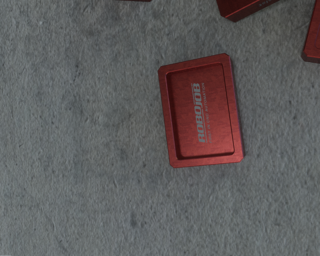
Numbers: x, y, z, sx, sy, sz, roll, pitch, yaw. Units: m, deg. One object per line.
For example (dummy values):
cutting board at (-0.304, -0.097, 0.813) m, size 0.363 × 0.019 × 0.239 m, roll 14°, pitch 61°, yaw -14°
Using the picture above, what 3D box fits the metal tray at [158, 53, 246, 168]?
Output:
metal tray at (0.052, -0.019, 0.387) m, size 0.090 × 0.030 × 0.129 m, roll -8°, pitch 87°, yaw 19°

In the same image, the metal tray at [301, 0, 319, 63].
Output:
metal tray at (0.215, -0.131, 0.330) m, size 0.090 × 0.030 × 0.129 m, roll 14°, pitch 95°, yaw 19°

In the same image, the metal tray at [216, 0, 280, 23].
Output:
metal tray at (0.120, -0.189, 0.344) m, size 0.130 × 0.030 × 0.090 m, roll -19°, pitch 83°, yaw 35°
